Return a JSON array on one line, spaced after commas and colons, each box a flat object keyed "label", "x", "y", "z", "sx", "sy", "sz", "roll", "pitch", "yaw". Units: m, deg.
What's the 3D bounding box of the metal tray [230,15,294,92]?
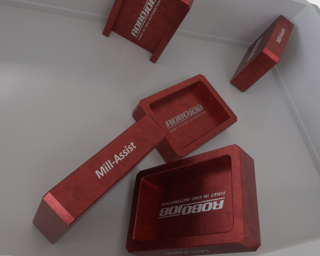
[{"label": "metal tray", "x": 0.178, "y": -0.130, "z": 0.538, "sx": 0.030, "sy": 0.090, "sz": 0.130, "roll": 38, "pitch": 51, "yaw": -3}]

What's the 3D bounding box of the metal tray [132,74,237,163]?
[{"label": "metal tray", "x": 0.038, "y": -0.016, "z": 0.432, "sx": 0.131, "sy": 0.030, "sz": 0.090, "roll": -29, "pitch": 78, "yaw": -37}]

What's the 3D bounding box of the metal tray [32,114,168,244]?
[{"label": "metal tray", "x": -0.057, "y": 0.048, "z": 0.303, "sx": 0.030, "sy": 0.090, "sz": 0.131, "roll": 46, "pitch": 51, "yaw": 3}]

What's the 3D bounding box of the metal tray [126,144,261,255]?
[{"label": "metal tray", "x": 0.028, "y": 0.076, "z": 0.307, "sx": 0.030, "sy": 0.130, "sz": 0.090, "roll": 38, "pitch": 45, "yaw": -38}]

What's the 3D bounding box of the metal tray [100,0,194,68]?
[{"label": "metal tray", "x": -0.022, "y": -0.154, "z": 0.439, "sx": 0.090, "sy": 0.129, "sz": 0.030, "roll": 27, "pitch": 53, "yaw": -11}]
